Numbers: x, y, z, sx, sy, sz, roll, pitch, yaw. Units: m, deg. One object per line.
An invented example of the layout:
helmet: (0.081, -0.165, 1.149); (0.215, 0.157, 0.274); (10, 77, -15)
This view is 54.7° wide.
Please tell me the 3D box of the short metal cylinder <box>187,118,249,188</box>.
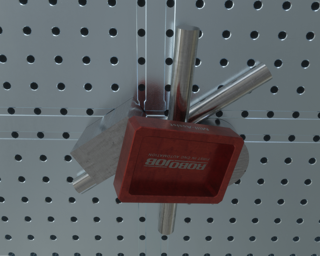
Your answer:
short metal cylinder: (0.072, 0.033, 0.412); (0.081, 0.050, 0.079); (0, 110, -1)

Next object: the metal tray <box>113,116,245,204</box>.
metal tray: (0.021, 0.040, 0.350); (0.131, 0.030, 0.089); (7, 111, -23)

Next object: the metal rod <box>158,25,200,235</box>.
metal rod: (0.019, 0.024, 0.398); (0.025, 0.025, 0.298); (3, 119, -2)

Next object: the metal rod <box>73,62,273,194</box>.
metal rod: (0.009, 0.006, 0.416); (0.300, 0.025, 0.025); (-32, 107, 10)

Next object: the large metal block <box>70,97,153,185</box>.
large metal block: (-0.055, 0.013, 0.387); (0.080, 0.080, 0.050); (-32, 107, 11)
